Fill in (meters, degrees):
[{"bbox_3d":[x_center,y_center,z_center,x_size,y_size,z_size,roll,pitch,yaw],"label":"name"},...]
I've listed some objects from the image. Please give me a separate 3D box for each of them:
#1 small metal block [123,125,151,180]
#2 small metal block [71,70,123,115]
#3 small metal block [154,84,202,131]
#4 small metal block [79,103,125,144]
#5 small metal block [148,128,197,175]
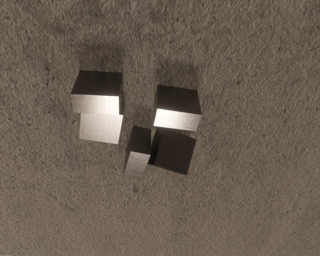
[{"bbox_3d":[-0.031,0.033,0.419,0.025,0.050,0.050,12,129,-10],"label":"small metal block"},{"bbox_3d":[-0.070,-0.041,0.355,0.050,0.050,0.025,3,130,-3],"label":"small metal block"},{"bbox_3d":[0.020,-0.025,0.370,0.050,0.050,0.025,8,130,-7],"label":"small metal block"},{"bbox_3d":[-0.075,-0.009,0.399,0.050,0.025,0.050,9,130,-8],"label":"small metal block"},{"bbox_3d":[0.015,0.031,0.412,0.050,0.050,0.025,21,169,-24],"label":"small metal block"}]
